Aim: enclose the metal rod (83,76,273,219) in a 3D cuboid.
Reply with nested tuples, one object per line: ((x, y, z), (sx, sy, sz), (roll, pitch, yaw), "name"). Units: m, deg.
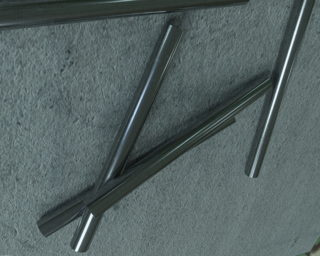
((0.037, 0.014, 0.403), (0.302, 0.025, 0.025), (-34, 130, -20), "metal rod")

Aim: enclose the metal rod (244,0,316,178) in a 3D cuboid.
((0.177, -0.049, 0.476), (0.025, 0.025, 0.298), (-8, 122, -25), "metal rod")

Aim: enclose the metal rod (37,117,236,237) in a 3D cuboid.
((-0.025, 0.057, 0.429), (0.301, 0.025, 0.025), (-30, 129, -9), "metal rod")

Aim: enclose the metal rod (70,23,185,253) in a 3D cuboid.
((-0.044, 0.021, 0.376), (0.025, 0.025, 0.298), (17, 103, -35), "metal rod")

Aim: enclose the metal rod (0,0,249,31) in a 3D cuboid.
((-0.038, -0.123, 0.310), (0.302, 0.025, 0.025), (-14, 125, -21), "metal rod")
